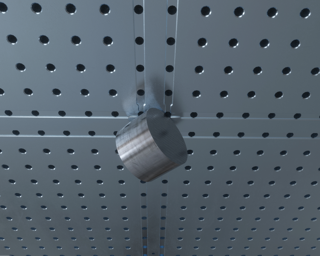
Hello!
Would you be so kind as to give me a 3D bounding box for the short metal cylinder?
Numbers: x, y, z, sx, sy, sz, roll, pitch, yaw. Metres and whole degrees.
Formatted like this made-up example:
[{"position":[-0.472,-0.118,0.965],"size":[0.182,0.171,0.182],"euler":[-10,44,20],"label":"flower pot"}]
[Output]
[{"position":[-0.009,0.021,0.393],"size":[0.050,0.080,0.080],"euler":[-33,123,24],"label":"short metal cylinder"}]
